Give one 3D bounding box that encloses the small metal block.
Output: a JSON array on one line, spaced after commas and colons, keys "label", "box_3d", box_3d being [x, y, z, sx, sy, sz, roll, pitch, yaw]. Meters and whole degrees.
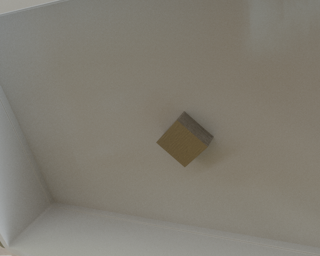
[{"label": "small metal block", "box_3d": [0.032, 0.015, 0.402, 0.050, 0.025, 0.050, 41, 129, 0]}]
